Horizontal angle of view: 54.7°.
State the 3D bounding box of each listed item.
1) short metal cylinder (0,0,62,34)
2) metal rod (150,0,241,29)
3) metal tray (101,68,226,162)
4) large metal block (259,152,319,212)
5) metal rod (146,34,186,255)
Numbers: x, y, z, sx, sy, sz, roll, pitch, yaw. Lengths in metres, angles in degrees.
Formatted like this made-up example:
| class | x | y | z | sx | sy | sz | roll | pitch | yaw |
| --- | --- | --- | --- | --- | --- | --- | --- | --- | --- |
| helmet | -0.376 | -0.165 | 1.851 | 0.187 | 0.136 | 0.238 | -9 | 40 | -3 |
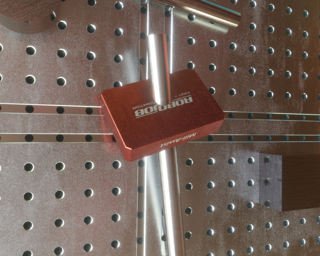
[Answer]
| class | x | y | z | sx | sy | sz | roll | pitch | yaw |
| --- | --- | --- | --- | --- | --- | --- | --- | --- | --- |
| short metal cylinder | -0.151 | -0.151 | 0.343 | 0.081 | 0.050 | 0.079 | 0 | 90 | -21 |
| metal rod | -0.028 | -0.185 | 0.402 | 0.302 | 0.025 | 0.025 | 11 | 86 | -20 |
| metal tray | 0.003 | -0.020 | 0.386 | 0.131 | 0.030 | 0.090 | -18 | 60 | -20 |
| large metal block | 0.202 | 0.079 | 0.476 | 0.081 | 0.050 | 0.079 | 0 | 90 | -21 |
| metal rod | 0.009 | 0.035 | 0.397 | 0.025 | 0.025 | 0.298 | -9 | 101 | -20 |
